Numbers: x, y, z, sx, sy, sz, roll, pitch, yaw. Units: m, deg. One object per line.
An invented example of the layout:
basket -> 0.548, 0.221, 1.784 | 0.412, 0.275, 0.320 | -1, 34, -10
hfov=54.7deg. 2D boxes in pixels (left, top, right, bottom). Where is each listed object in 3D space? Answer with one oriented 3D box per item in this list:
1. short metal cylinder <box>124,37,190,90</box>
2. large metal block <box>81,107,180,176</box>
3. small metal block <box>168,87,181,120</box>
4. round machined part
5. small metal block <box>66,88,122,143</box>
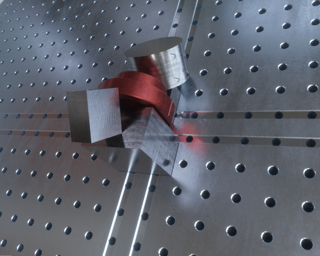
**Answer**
short metal cylinder -> -0.003, -0.088, 0.425 | 0.080, 0.050, 0.080 | -12, 28, 7
large metal block -> -0.033, 0.017, 0.377 | 0.080, 0.080, 0.050 | 1, 62, 28
small metal block -> -0.004, -0.034, 0.429 | 0.050, 0.025, 0.050 | 1, 62, 28
round machined part -> -0.029, -0.034, 0.382 | 0.098, 0.098, 0.042 | 1, 62, 28
small metal block -> -0.066, -0.015, 0.318 | 0.025, 0.050, 0.050 | 2, 101, 28
